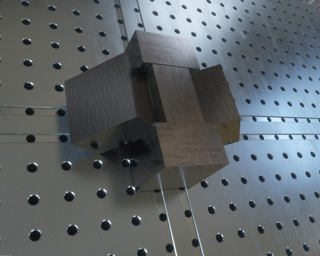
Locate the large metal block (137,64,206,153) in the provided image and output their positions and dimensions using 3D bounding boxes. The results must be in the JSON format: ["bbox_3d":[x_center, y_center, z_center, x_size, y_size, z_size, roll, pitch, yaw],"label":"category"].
[{"bbox_3d":[0.004,-0.021,0.388,0.050,0.080,0.080,1,61,-28],"label":"large metal block"}]

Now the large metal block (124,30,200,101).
[{"bbox_3d":[-0.006,-0.079,0.418,0.081,0.080,0.050,1,62,-28],"label":"large metal block"}]

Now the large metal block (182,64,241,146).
[{"bbox_3d":[0.070,-0.025,0.416,0.050,0.080,0.080,-16,64,6],"label":"large metal block"}]

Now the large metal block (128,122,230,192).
[{"bbox_3d":[0.018,0.035,0.361,0.081,0.080,0.050,1,62,-28],"label":"large metal block"}]

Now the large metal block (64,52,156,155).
[{"bbox_3d":[-0.056,-0.025,0.351,0.050,0.080,0.080,37,36,-59],"label":"large metal block"}]
